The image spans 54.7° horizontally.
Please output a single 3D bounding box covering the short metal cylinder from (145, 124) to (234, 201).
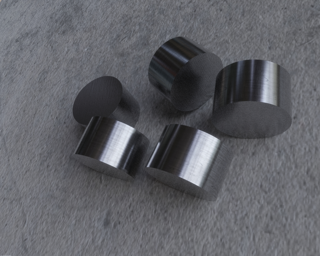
[{"bbox_3d":[0.031,0.037,0.329,0.080,0.080,0.050,14,69,33],"label":"short metal cylinder"}]

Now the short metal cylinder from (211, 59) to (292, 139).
[{"bbox_3d":[0.098,-0.028,0.334,0.080,0.080,0.050,-3,61,26],"label":"short metal cylinder"}]

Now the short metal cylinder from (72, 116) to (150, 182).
[{"bbox_3d":[-0.059,0.027,0.381,0.080,0.080,0.050,9,67,32],"label":"short metal cylinder"}]

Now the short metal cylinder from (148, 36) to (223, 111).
[{"bbox_3d":[0.032,-0.068,0.392,0.080,0.080,0.050,-43,51,-1],"label":"short metal cylinder"}]

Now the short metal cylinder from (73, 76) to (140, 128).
[{"bbox_3d":[-0.076,-0.027,0.443,0.080,0.050,0.080,-13,56,20],"label":"short metal cylinder"}]
